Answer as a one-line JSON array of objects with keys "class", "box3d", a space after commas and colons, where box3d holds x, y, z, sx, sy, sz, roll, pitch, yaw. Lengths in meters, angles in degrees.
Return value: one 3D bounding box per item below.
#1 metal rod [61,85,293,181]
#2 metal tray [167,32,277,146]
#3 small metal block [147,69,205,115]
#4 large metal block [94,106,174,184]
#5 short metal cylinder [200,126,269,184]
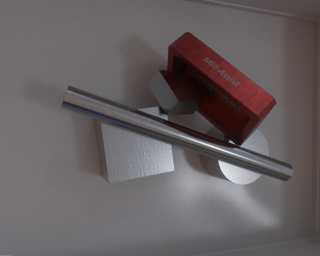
[{"class": "metal rod", "box3d": [0.036, 0.014, 0.369, 0.302, 0.025, 0.025, 19, 84, -20]}, {"class": "metal tray", "box3d": [0.065, -0.044, 0.373, 0.130, 0.090, 0.030, 43, 74, 15]}, {"class": "small metal block", "box3d": [0.020, -0.044, 0.382, 0.050, 0.025, 0.050, -5, 56, -47]}, {"class": "large metal block", "box3d": [-0.034, 0.018, 0.385, 0.081, 0.050, 0.079, -8, 93, -20]}, {"class": "short metal cylinder", "box3d": [0.104, 0.035, 0.436, 0.081, 0.050, 0.079, 0, 90, -21]}]
